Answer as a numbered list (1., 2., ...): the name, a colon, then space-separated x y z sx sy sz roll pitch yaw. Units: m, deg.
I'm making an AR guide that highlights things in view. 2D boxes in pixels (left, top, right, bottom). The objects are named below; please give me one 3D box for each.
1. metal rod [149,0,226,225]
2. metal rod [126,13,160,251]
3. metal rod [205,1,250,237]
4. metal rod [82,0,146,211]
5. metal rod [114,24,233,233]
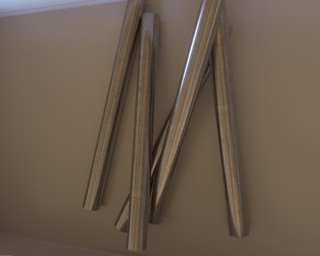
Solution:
1. metal rod: 0.026 -0.016 0.369 0.025 0.025 0.298 21 109 19
2. metal rod: -0.021 -0.001 0.397 0.025 0.025 0.298 1 83 20
3. metal rod: 0.078 -0.020 0.366 0.025 0.025 0.298 -6 94 20
4. metal rod: -0.065 -0.031 0.433 0.025 0.025 0.298 15 95 19
5. metal rod: 0.014 0.005 0.405 0.025 0.025 0.298 29 99 17
